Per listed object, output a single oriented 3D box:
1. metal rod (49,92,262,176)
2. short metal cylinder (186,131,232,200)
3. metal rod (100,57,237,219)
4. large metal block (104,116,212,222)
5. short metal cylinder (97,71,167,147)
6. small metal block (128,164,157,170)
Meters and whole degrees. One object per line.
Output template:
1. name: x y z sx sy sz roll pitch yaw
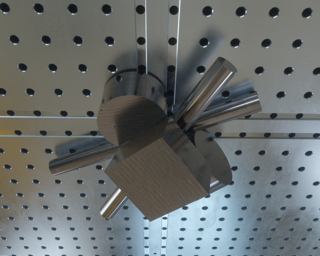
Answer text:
1. metal rod: -0.017 0.013 0.418 0.301 0.025 0.025 -18 128 14
2. short metal cylinder: 0.052 0.050 0.415 0.050 0.080 0.080 -35 122 27
3. metal rod: -0.006 0.033 0.403 0.025 0.025 0.298 24 126 -19
4. large metal block: 0.000 0.047 0.347 0.080 0.050 0.080 -32 106 25
5. short metal cylinder: -0.032 -0.021 0.373 0.081 0.050 0.079 0 130 0
6. small metal block: -0.030 0.054 0.453 0.050 0.025 0.050 -22 127 17
